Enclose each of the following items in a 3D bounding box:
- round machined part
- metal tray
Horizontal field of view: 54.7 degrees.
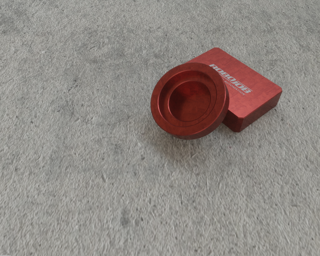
[{"bbox_3d":[0.041,-0.031,0.401,0.098,0.042,0.098,-8,70,22],"label":"round machined part"},{"bbox_3d":[0.096,-0.061,0.452,0.091,0.030,0.130,-32,57,-24],"label":"metal tray"}]
